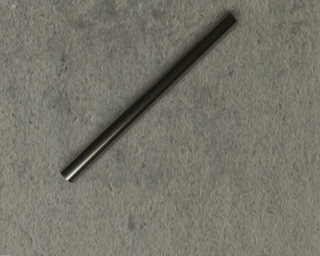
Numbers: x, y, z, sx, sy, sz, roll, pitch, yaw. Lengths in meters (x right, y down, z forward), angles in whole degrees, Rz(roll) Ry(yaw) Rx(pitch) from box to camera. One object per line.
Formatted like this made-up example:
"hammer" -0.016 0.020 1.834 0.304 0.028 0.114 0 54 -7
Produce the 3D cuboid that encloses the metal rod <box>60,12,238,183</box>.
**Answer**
"metal rod" -0.014 -0.040 0.409 0.300 0.025 0.025 -44 91 -1
